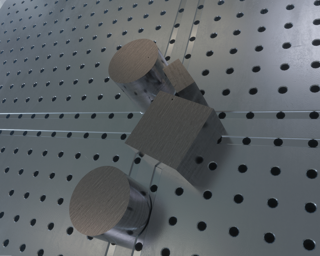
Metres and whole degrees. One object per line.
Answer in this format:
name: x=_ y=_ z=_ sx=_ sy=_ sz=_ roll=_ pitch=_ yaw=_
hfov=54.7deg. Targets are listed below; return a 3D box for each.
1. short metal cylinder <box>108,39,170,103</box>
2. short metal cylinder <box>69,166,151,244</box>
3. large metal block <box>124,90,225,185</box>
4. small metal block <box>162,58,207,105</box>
short metal cylinder: x=-0.028 y=-0.085 z=0.459 sx=0.080 sy=0.050 sz=0.080 roll=-13 pitch=56 yaw=21
short metal cylinder: x=-0.058 y=0.091 z=0.367 sx=0.080 sy=0.050 sz=0.080 roll=-13 pitch=56 yaw=21
large metal block: x=0.019 y=0.010 z=0.376 sx=0.080 sy=0.050 sz=0.080 roll=24 pitch=74 yaw=36
small metal block: x=0.033 y=-0.055 z=0.409 sx=0.025 sy=0.050 sz=0.050 roll=-33 pitch=52 yaw=7
